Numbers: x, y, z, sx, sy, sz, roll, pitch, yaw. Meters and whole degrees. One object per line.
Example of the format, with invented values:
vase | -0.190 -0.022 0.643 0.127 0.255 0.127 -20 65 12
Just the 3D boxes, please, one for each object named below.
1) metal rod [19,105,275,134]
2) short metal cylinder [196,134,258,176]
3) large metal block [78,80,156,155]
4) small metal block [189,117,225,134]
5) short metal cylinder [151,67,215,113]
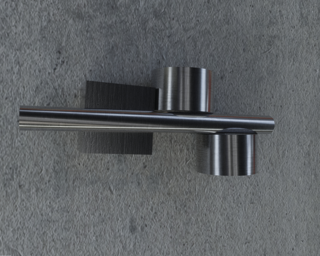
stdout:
metal rod | 0.004 -0.007 0.358 0.303 0.025 0.025 1 90 -22
short metal cylinder | 0.089 0.033 0.415 0.081 0.080 0.050 0 90 -20
large metal block | -0.054 -0.010 0.374 0.081 0.050 0.079 3 89 -20
small metal block | 0.052 -0.005 0.416 0.050 0.050 0.025 1 90 -20
short metal cylinder | 0.028 -0.045 0.393 0.081 0.080 0.050 2 90 -20
